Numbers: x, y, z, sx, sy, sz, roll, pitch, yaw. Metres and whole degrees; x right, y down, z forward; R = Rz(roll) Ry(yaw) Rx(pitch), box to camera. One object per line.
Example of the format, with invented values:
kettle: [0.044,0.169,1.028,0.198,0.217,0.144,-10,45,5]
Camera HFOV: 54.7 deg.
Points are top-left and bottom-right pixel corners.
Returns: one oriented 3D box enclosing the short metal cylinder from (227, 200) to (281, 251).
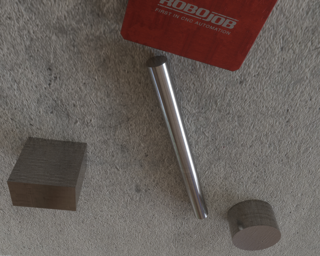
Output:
short metal cylinder: [0.161,0.169,0.536,0.081,0.050,0.079,0,130,0]

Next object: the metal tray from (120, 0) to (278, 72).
metal tray: [0.035,-0.116,0.305,0.131,0.030,0.089,14,129,-12]

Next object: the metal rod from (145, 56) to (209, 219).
metal rod: [0.033,0.036,0.437,0.025,0.025,0.299,-11,130,9]

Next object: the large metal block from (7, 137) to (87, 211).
large metal block: [-0.148,0.061,0.422,0.081,0.080,0.050,7,130,-6]
